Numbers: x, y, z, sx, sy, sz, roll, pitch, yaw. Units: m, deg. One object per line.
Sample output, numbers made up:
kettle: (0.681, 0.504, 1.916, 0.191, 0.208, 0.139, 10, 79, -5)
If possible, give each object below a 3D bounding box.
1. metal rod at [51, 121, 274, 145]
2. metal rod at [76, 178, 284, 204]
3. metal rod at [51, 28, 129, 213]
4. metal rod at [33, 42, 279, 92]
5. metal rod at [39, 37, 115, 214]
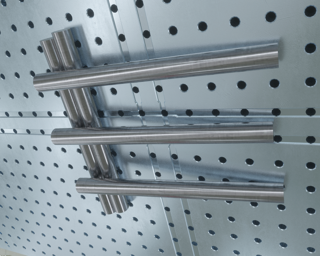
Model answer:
metal rod: (-0.013, 0.009, 0.402, 0.301, 0.025, 0.025, -2, 118, 21)
metal rod: (0.013, 0.086, 0.437, 0.301, 0.025, 0.025, -2, 118, 22)
metal rod: (-0.096, 0.005, 0.462, 0.025, 0.025, 0.298, 1, 119, 27)
metal rod: (-0.022, -0.066, 0.362, 0.301, 0.025, 0.025, -2, 118, 22)
metal rod: (-0.117, 0.012, 0.477, 0.025, 0.025, 0.298, 1, 119, 27)
